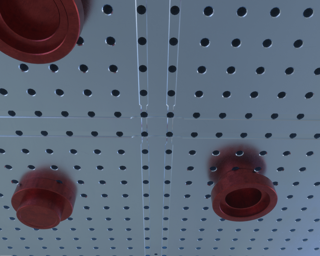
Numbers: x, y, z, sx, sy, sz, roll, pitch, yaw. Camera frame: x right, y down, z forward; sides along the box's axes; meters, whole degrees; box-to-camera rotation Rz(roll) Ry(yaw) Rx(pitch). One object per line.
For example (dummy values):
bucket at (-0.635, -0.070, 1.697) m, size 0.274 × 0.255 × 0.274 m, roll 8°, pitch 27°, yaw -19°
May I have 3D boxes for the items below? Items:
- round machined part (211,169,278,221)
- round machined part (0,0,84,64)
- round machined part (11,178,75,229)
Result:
round machined part at (0.129, 0.102, 0.488) m, size 0.099 × 0.042 × 0.097 m, roll 0°, pitch 130°, yaw 0°
round machined part at (-0.124, -0.115, 0.301) m, size 0.099 × 0.042 × 0.097 m, roll 0°, pitch 130°, yaw 0°
round machined part at (-0.194, 0.130, 0.509) m, size 0.099 × 0.042 × 0.097 m, roll 0°, pitch 130°, yaw 0°
